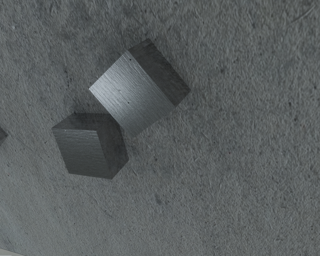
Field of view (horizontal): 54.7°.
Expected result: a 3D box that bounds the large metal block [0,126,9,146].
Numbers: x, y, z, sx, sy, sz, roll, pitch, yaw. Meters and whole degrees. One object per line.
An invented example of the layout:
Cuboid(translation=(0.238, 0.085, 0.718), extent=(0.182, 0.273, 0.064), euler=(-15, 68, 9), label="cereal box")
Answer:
Cuboid(translation=(-0.346, 0.014, 0.582), extent=(0.080, 0.050, 0.080), euler=(49, 129, -7), label="large metal block")

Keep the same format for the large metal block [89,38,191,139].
Cuboid(translation=(-0.024, -0.046, 0.375), extent=(0.080, 0.050, 0.080), euler=(-34, 99, 38), label="large metal block")

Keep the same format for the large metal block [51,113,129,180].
Cuboid(translation=(-0.101, 0.025, 0.460), extent=(0.080, 0.050, 0.080), euler=(3, 120, 27), label="large metal block")
